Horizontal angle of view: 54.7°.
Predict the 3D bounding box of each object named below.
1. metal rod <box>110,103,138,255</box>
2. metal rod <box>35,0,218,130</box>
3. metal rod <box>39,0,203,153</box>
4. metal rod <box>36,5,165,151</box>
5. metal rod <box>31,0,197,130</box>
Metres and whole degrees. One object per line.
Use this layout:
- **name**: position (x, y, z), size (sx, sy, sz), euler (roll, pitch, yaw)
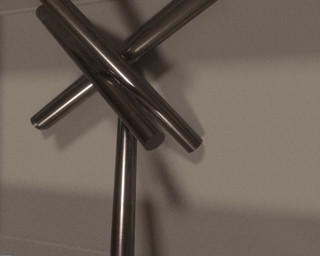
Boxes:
- **metal rod**: position (-0.040, 0.058, 0.358), size (0.025, 0.025, 0.299), euler (-11, 61, 19)
- **metal rod**: position (-0.049, -0.088, 0.405), size (0.300, 0.025, 0.025), euler (-34, 79, 15)
- **metal rod**: position (-0.058, -0.082, 0.366), size (0.025, 0.025, 0.300), euler (-41, 102, 15)
- **metal rod**: position (-0.091, -0.081, 0.395), size (0.025, 0.025, 0.300), euler (-50, 58, 13)
- **metal rod**: position (-0.069, -0.090, 0.433), size (0.300, 0.025, 0.025), euler (-35, 79, 16)
